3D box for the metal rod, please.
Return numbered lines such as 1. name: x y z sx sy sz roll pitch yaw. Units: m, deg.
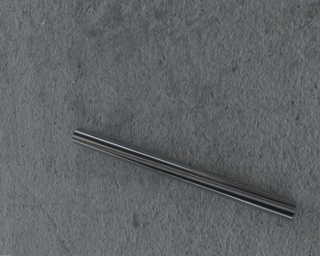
1. metal rod: 0.016 0.053 0.403 0.301 0.025 0.025 17 96 19
